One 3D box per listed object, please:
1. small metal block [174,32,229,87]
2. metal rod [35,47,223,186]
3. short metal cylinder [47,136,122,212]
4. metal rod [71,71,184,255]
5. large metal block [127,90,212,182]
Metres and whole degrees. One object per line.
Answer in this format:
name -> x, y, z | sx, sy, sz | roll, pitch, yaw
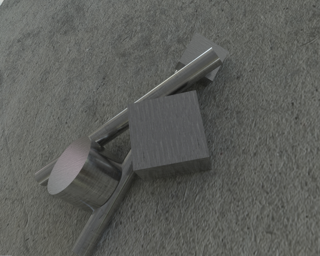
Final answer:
small metal block -> 0.055, -0.091, 0.416 | 0.050, 0.025, 0.050 | 30, 74, -3
metal rod -> -0.051, -0.008, 0.414 | 0.300, 0.025, 0.025 | -34, 51, 14
short metal cylinder -> -0.094, 0.057, 0.387 | 0.080, 0.050, 0.080 | -33, 35, 27
metal rod -> -0.022, 0.022, 0.403 | 0.025, 0.025, 0.300 | 19, 71, 35
large metal block -> 0.011, 0.011, 0.358 | 0.080, 0.050, 0.080 | -11, 65, 7
